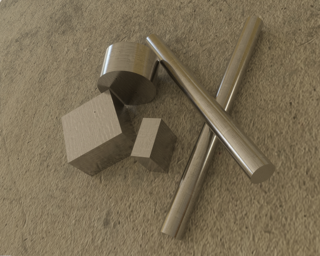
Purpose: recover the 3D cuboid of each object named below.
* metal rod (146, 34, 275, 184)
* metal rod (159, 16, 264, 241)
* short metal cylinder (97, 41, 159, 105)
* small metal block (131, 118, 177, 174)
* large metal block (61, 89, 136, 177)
[{"bbox_3d":[0.040,-0.048,0.385,0.025,0.025,0.300,-35,43,5],"label":"metal rod"},{"bbox_3d":[0.070,-0.015,0.375,0.025,0.025,0.300,12,68,33],"label":"metal rod"},{"bbox_3d":[-0.043,-0.074,0.435,0.080,0.080,0.050,-8,59,24],"label":"short metal cylinder"},{"bbox_3d":[-0.006,0.022,0.376,0.025,0.050,0.050,3,63,29],"label":"small metal block"},{"bbox_3d":[-0.082,0.007,0.425,0.080,0.050,0.080,-29,52,9],"label":"large metal block"}]
